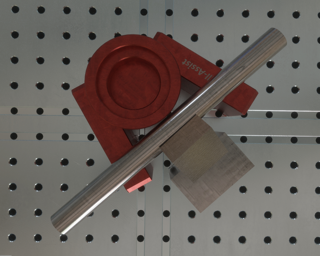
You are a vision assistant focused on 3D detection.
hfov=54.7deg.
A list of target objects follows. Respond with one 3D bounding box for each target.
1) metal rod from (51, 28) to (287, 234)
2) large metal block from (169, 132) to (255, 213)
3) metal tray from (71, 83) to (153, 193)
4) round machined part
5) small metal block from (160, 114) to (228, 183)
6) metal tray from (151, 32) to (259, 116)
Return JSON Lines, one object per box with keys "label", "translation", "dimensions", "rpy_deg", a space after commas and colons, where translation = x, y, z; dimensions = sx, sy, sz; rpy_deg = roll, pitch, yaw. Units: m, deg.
{"label": "metal rod", "translation": [0.010, 0.003, 0.323], "dimensions": [0.300, 0.025, 0.025], "rpy_deg": [-41, 91, -1]}
{"label": "large metal block", "translation": [0.058, 0.049, 0.383], "dimensions": [0.080, 0.080, 0.050], "rpy_deg": [-41, 91, 0]}
{"label": "metal tray", "translation": [-0.053, 0.008, 0.380], "dimensions": [0.030, 0.090, 0.130], "rpy_deg": [-29, 90, 0]}
{"label": "round machined part", "translation": [-0.028, -0.047, 0.336], "dimensions": [0.099, 0.042, 0.097], "rpy_deg": [0, 90, -1]}
{"label": "small metal block", "translation": [0.036, 0.023, 0.320], "dimensions": [0.050, 0.050, 0.025], "rpy_deg": [-43, 46, 0]}
{"label": "metal tray", "translation": [0.046, -0.061, 0.380], "dimensions": [0.130, 0.090, 0.030], "rpy_deg": [31, 91, -1]}
